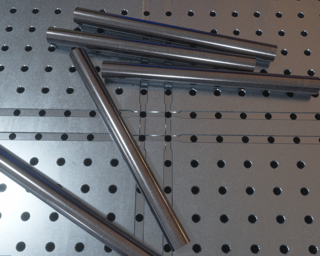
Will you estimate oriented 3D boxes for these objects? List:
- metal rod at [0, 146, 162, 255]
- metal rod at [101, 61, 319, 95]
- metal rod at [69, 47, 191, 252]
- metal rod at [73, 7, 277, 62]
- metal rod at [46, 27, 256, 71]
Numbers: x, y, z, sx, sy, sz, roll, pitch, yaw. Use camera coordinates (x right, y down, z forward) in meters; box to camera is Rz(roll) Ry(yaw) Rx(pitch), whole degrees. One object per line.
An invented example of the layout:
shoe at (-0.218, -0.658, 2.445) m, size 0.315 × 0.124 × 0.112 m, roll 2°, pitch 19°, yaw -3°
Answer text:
metal rod at (-0.106, 0.097, 0.374) m, size 0.301 × 0.025 × 0.025 m, roll 31°, pitch 73°, yaw 10°
metal rod at (0.070, -0.071, 0.438) m, size 0.302 × 0.025 × 0.025 m, roll 5°, pitch 70°, yaw 1°
metal rod at (-0.047, 0.015, 0.405) m, size 0.025 × 0.025 × 0.299 m, roll -27°, pitch 73°, yaw -10°
metal rod at (0.020, -0.140, 0.463) m, size 0.302 × 0.025 × 0.025 m, roll 12°, pitch 71°, yaw 4°
metal rod at (-0.014, -0.114, 0.453) m, size 0.302 × 0.025 × 0.025 m, roll 9°, pitch 70°, yaw 3°
